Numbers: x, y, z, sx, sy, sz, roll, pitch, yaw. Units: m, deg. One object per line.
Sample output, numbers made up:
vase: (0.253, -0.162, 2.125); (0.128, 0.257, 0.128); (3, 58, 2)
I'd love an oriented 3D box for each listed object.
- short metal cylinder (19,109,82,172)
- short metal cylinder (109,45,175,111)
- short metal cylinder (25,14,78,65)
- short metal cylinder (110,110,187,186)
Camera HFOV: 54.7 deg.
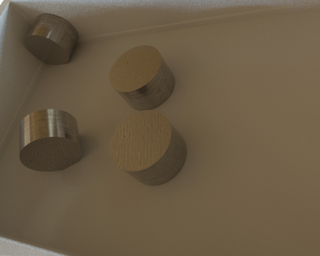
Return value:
short metal cylinder: (-0.155, 0.019, 0.438); (0.080, 0.080, 0.050); (-28, 53, 10)
short metal cylinder: (-0.025, -0.071, 0.445); (0.080, 0.050, 0.080); (-13, 56, 20)
short metal cylinder: (-0.199, -0.162, 0.571); (0.080, 0.080, 0.050); (1, 63, 28)
short metal cylinder: (-0.013, 0.025, 0.380); (0.080, 0.050, 0.080); (-13, 56, 20)
